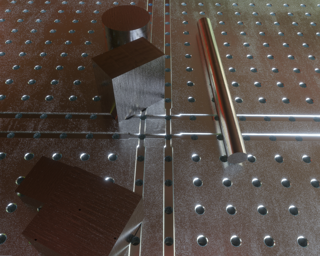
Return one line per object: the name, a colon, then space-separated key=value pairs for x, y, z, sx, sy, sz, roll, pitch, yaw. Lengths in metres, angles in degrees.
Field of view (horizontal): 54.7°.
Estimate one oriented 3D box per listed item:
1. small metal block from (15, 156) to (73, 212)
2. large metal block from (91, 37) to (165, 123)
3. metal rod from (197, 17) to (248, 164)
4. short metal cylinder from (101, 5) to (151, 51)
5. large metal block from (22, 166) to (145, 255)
small metal block: x=-0.124 y=0.065 z=0.351 sx=0.050 sy=0.025 sz=0.050 roll=17 pitch=52 yaw=13
large metal block: x=-0.040 y=-0.066 z=0.427 sx=0.081 sy=0.080 sz=0.050 roll=-30 pitch=57 yaw=-23
metal rod: x=0.088 y=-0.078 z=0.474 sx=0.025 sy=0.025 sz=0.300 roll=-2 pitch=50 yaw=-2
short metal cylinder: x=-0.056 y=-0.167 z=0.531 sx=0.081 sy=0.050 sz=0.080 roll=0 pitch=50 yaw=0
large metal block: x=-0.071 y=0.096 z=0.310 sx=0.080 sy=0.050 sz=0.080 roll=20 pitch=53 yaw=16
